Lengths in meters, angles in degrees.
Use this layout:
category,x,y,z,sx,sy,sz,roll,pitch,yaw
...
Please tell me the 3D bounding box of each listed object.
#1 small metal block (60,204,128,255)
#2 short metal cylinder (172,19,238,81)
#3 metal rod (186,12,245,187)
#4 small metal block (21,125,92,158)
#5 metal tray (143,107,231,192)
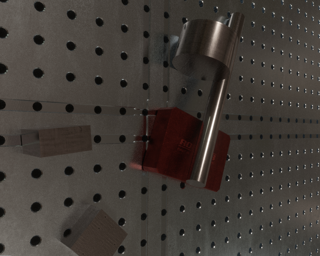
category,x,y,z,sx,sy,sz,roll,pitch,yaw
small metal block,-0.073,0.124,0.350,0.050,0.025,0.050,-52,121,-28
short metal cylinder,0.062,-0.105,0.428,0.080,0.080,0.050,25,75,-38
metal rod,0.088,-0.058,0.456,0.025,0.025,0.300,38,58,-34
small metal block,-0.103,0.012,0.308,0.050,0.050,0.025,-7,95,-40
metal tray,0.044,0.034,0.445,0.131,0.030,0.090,24,75,-38
